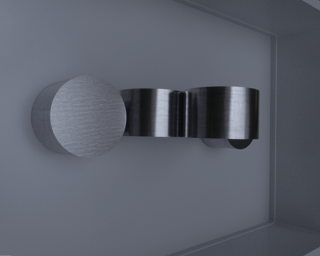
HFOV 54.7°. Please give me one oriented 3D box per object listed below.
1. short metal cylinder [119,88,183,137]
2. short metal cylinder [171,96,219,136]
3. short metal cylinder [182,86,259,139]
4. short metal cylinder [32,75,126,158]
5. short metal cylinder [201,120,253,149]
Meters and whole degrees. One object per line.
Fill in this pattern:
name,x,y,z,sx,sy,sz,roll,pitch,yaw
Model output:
short metal cylinder,-0.010,-0.015,0.360,0.081,0.080,0.050,2,89,-40
short metal cylinder,0.052,-0.013,0.411,0.081,0.080,0.050,2,89,-40
short metal cylinder,0.065,-0.014,0.333,0.081,0.080,0.050,2,89,-40
short metal cylinder,-0.082,-0.011,0.319,0.081,0.050,0.080,0,90,-40
short metal cylinder,0.103,-0.009,0.475,0.081,0.050,0.080,0,90,-40
